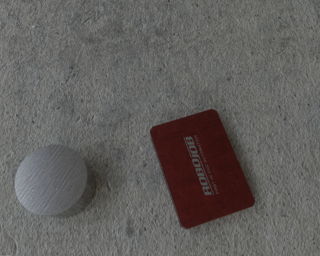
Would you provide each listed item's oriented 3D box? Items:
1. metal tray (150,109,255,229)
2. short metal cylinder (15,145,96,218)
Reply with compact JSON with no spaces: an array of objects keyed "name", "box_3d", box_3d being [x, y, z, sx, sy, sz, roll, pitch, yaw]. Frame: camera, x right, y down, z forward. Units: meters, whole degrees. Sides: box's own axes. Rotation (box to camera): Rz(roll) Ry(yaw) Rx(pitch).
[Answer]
[{"name":"metal tray","box_3d":[0.049,0.049,0.388,0.091,0.030,0.130,-17,71,-6]},{"name":"short metal cylinder","box_3d":[-0.122,0.065,0.370,0.081,0.050,0.080,0,70,0]}]
